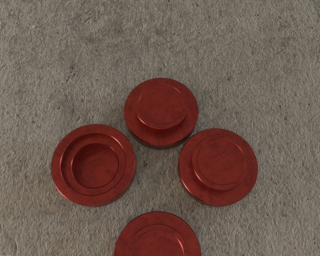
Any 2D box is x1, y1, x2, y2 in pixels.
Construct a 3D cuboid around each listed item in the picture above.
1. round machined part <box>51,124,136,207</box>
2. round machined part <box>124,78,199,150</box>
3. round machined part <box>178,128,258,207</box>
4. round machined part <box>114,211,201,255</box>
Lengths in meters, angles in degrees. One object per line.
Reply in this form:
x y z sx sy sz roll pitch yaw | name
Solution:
-0.078 0.048 0.381 0.099 0.042 0.098 0 70 0 | round machined part
0.002 -0.024 0.408 0.099 0.042 0.098 0 70 0 | round machined part
0.072 0.046 0.383 0.099 0.042 0.098 0 70 0 | round machined part
-0.003 0.144 0.346 0.099 0.042 0.098 0 70 0 | round machined part
